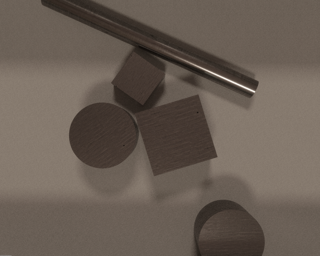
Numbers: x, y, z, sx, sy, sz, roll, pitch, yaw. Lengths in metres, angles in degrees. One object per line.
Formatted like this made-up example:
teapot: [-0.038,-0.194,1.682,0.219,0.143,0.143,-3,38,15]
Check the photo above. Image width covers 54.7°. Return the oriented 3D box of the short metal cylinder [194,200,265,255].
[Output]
short metal cylinder: [0.087,0.138,0.400,0.081,0.050,0.079,0,90,-1]

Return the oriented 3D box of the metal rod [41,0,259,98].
metal rod: [-0.012,-0.112,0.411,0.301,0.025,0.025,24,90,-1]

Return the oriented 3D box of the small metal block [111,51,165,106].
small metal block: [-0.028,-0.064,0.411,0.050,0.025,0.050,35,90,-1]

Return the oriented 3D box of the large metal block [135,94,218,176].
large metal block: [0.020,0.009,0.399,0.080,0.050,0.080,-17,90,-1]

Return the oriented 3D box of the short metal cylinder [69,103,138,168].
short metal cylinder: [-0.069,0.009,0.398,0.081,0.050,0.079,0,90,-1]
